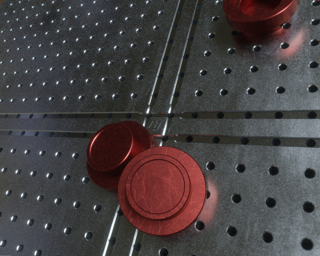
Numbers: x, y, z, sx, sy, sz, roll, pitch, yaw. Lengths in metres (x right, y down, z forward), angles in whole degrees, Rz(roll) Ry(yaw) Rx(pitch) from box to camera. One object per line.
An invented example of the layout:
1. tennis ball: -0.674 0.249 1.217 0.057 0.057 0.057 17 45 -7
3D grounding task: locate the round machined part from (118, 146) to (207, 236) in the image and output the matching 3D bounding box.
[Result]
1. round machined part: 0.001 0.066 0.337 0.098 0.042 0.098 -3 70 9

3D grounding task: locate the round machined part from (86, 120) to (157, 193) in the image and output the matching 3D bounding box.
1. round machined part: -0.056 0.032 0.405 0.098 0.042 0.098 -13 56 20

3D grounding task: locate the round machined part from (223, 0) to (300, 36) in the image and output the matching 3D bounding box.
1. round machined part: 0.140 -0.167 0.426 0.098 0.042 0.098 -13 56 20
